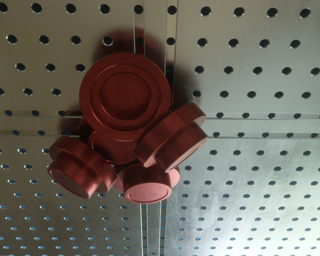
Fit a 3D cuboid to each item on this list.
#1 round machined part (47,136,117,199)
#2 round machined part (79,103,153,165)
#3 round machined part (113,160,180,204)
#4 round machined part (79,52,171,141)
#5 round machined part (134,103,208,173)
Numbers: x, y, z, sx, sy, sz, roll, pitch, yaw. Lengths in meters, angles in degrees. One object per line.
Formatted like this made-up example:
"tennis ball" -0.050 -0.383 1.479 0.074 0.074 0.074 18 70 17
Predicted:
"round machined part" -0.111 0.059 0.418 0.098 0.042 0.097 24 148 17
"round machined part" -0.057 0.011 0.407 0.099 0.042 0.097 -1 130 0
"round machined part" -0.019 0.077 0.450 0.099 0.042 0.097 -5 142 -4
"round machined part" -0.039 -0.038 0.353 0.099 0.042 0.097 -2 109 -5
"round machined part" 0.020 0.017 0.377 0.042 0.099 0.097 50 123 13
